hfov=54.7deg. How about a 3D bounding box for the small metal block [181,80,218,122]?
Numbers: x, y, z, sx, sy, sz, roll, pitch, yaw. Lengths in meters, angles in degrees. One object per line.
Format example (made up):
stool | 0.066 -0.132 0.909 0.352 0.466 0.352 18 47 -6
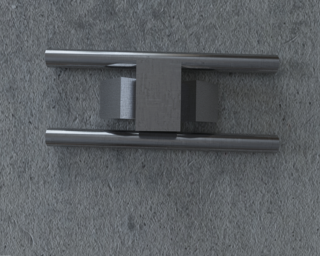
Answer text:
small metal block | 0.051 -0.033 0.398 0.025 0.050 0.050 0 90 41

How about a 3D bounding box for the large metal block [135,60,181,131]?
large metal block | -0.002 -0.037 0.386 0.050 0.080 0.079 1 90 0

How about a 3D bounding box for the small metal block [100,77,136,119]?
small metal block | -0.053 -0.037 0.397 0.025 0.050 0.050 1 91 -40

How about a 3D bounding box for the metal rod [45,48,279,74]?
metal rod | 0.003 -0.089 0.411 0.302 0.025 0.025 1 90 -1

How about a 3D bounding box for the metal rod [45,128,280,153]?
metal rod | 0.004 0.017 0.411 0.302 0.025 0.025 2 90 -1
